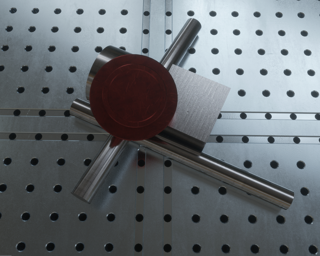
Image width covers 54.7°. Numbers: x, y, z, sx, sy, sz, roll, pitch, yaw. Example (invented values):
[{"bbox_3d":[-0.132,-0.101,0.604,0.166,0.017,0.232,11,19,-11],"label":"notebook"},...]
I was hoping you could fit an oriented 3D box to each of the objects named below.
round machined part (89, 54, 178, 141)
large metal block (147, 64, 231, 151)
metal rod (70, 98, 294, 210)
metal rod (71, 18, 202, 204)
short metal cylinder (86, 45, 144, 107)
[{"bbox_3d":[-0.029,-0.034,0.345,0.099,0.042,0.097,0,90,-7],"label":"round machined part"},{"bbox_3d":[0.035,-0.024,0.404,0.080,0.050,0.080,24,72,8],"label":"large metal block"},{"bbox_3d":[0.022,0.030,0.400,0.301,0.025,0.025,23,72,8],"label":"metal rod"},{"bbox_3d":[-0.018,-0.039,0.405,0.025,0.025,0.300,27,64,9],"label":"metal rod"},{"bbox_3d":[-0.053,-0.060,0.403,0.050,0.080,0.080,24,72,8],"label":"short metal cylinder"}]
